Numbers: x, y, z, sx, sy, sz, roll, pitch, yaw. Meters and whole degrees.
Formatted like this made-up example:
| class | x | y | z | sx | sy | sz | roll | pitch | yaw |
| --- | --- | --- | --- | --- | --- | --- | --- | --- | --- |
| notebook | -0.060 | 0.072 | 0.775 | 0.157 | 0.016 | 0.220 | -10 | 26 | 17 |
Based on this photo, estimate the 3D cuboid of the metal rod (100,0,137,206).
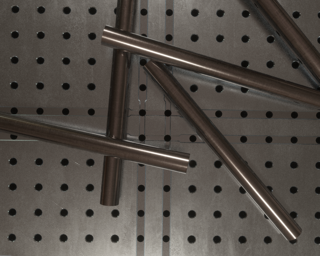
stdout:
| class | x | y | z | sx | sy | sz | roll | pitch | yaw |
| --- | --- | --- | --- | --- | --- | --- | --- | --- | --- |
| metal rod | -0.054 | -0.048 | 0.412 | 0.025 | 0.025 | 0.298 | 5 | 90 | -1 |

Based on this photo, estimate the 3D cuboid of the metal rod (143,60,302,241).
| class | x | y | z | sx | sy | sz | roll | pitch | yaw |
| --- | --- | --- | --- | --- | --- | --- | --- | --- | --- |
| metal rod | 0.083 | 0.027 | 0.414 | 0.025 | 0.025 | 0.300 | -40 | 91 | 0 |

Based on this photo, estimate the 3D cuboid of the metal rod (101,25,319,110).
| class | x | y | z | sx | sy | sz | roll | pitch | yaw |
| --- | --- | --- | --- | --- | --- | --- | --- | --- | --- |
| metal rod | 0.075 | -0.075 | 0.400 | 0.302 | 0.025 | 0.025 | 15 | 90 | -6 |

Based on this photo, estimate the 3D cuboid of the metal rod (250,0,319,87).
| class | x | y | z | sx | sy | sz | roll | pitch | yaw |
| --- | --- | --- | --- | --- | --- | --- | --- | --- | --- |
| metal rod | 0.180 | -0.121 | 0.415 | 0.025 | 0.025 | 0.300 | -39 | 91 | 0 |

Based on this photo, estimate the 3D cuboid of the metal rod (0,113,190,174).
| class | x | y | z | sx | sy | sz | roll | pitch | yaw |
| --- | --- | --- | --- | --- | --- | --- | --- | --- | --- |
| metal rod | -0.112 | 0.013 | 0.392 | 0.302 | 0.025 | 0.025 | 12 | 90 | 7 |
